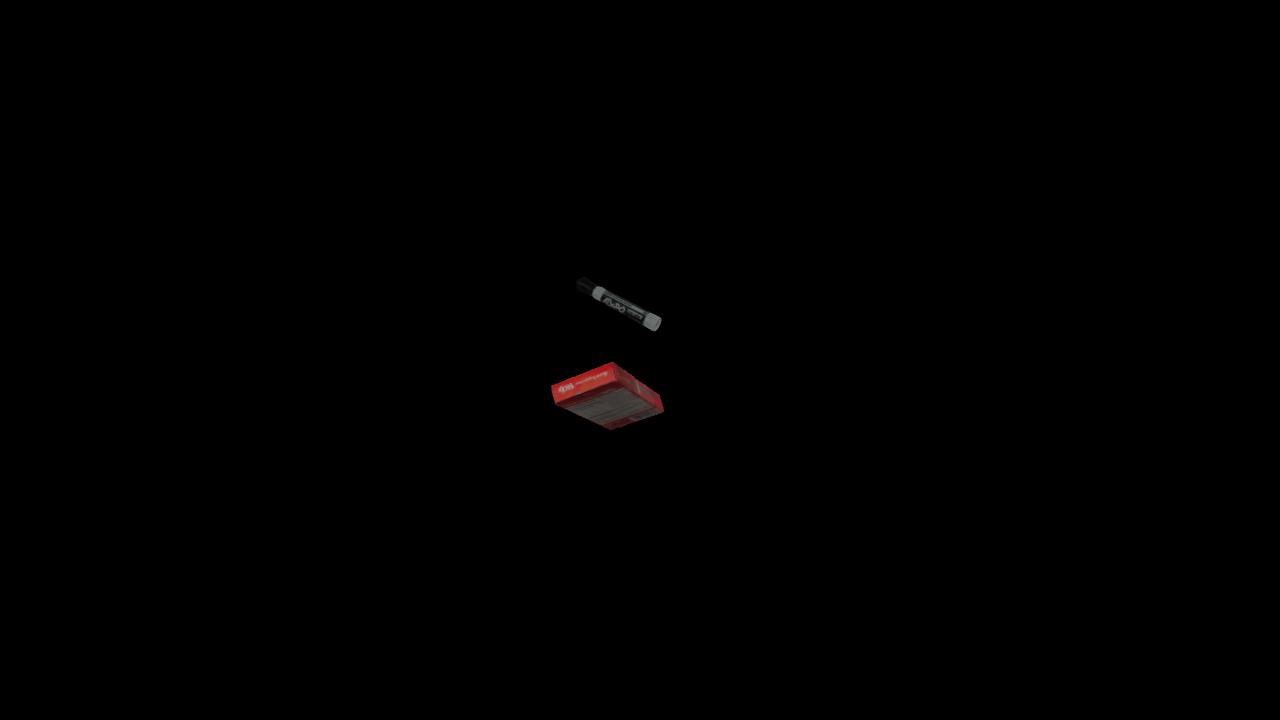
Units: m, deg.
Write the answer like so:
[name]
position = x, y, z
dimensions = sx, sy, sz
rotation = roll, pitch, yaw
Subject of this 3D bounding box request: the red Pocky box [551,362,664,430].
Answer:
[red Pocky box]
position = -0.035, 0.048, 0.752
dimensions = 0.083, 0.028, 0.155
rotation = -20, -24, 16

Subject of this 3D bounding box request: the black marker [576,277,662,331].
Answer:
[black marker]
position = -0.029, -0.070, 0.757
dimensions = 0.121, 0.020, 0.020
rotation = 29, 10, 18
